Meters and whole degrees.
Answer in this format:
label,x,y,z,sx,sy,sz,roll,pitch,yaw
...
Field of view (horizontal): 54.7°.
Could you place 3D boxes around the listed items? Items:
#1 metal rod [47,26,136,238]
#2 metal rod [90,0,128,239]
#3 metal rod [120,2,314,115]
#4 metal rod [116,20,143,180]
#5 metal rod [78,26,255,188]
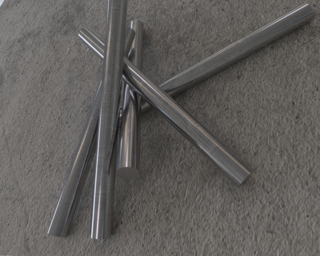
label,x,y,z,sx,sy,sz,roll,pitch,yaw
metal rod,-0.089,-0.005,0.426,0.025,0.025,0.299,8,74,31
metal rod,-0.062,-0.020,0.380,0.025,0.025,0.298,0,83,28
metal rod,0.059,-0.079,0.421,0.300,0.025,0.025,-28,52,10
metal rod,-0.037,-0.063,0.433,0.025,0.025,0.300,-18,46,18
metal rod,-0.008,-0.041,0.385,0.025,0.025,0.300,-45,66,-3
